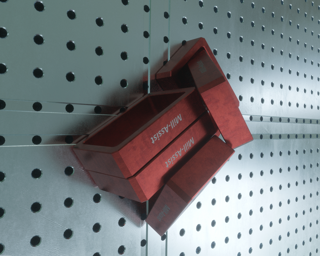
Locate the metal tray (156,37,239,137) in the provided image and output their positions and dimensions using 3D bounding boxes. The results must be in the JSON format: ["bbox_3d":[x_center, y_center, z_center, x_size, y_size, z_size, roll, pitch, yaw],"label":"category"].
[{"bbox_3d":[0.061,-0.054,0.458,0.090,0.030,0.130,-51,120,-28],"label":"metal tray"}]

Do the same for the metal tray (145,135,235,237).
[{"bbox_3d":[0.033,0.074,0.379,0.030,0.129,0.091,41,56,14],"label":"metal tray"}]

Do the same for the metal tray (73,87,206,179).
[{"bbox_3d":[-0.022,0.000,0.350,0.131,0.090,0.030,-40,115,-33],"label":"metal tray"}]

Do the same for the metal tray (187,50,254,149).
[{"bbox_3d":[0.073,-0.041,0.398,0.090,0.030,0.130,58,12,-24],"label":"metal tray"}]

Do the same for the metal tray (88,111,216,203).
[{"bbox_3d":[-0.008,0.025,0.360,0.131,0.090,0.030,-40,115,-33],"label":"metal tray"}]
